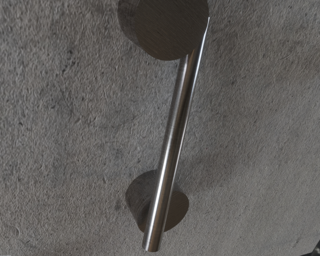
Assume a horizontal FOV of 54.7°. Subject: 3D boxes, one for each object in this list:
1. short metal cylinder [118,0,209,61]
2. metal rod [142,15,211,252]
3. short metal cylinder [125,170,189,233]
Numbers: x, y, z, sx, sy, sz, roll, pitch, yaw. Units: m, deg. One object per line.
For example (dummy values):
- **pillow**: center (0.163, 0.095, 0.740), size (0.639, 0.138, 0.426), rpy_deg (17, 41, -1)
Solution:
- **short metal cylinder**: center (0.003, -0.116, 0.320), size (0.081, 0.050, 0.079), rpy_deg (-14, 124, -21)
- **metal rod**: center (0.017, 0.015, 0.384), size (0.025, 0.025, 0.298), rpy_deg (4, 104, -31)
- **short metal cylinder**: center (-0.005, 0.109, 0.455), size (0.081, 0.050, 0.079), rpy_deg (-14, 124, -21)
